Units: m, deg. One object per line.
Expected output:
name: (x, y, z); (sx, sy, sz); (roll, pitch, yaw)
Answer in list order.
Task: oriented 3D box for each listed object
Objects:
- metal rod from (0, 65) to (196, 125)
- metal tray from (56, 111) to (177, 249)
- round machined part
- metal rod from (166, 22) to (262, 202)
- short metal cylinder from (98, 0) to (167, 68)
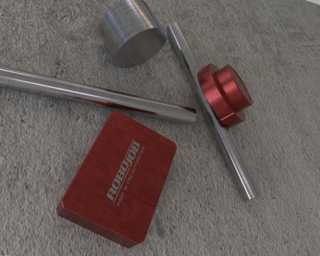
metal rod: (-0.092, -0.041, 0.379); (0.302, 0.025, 0.025); (10, 57, -23)
metal tray: (-0.042, 0.053, 0.346); (0.090, 0.030, 0.130); (30, 52, -9)
round machined part: (0.100, -0.053, 0.452); (0.098, 0.042, 0.098); (43, 29, -31)
metal rod: (0.073, -0.037, 0.465); (0.025, 0.025, 0.299); (-8, 66, -32)
short metal cylinder: (-0.037, -0.128, 0.426); (0.081, 0.080, 0.050); (-21, 73, -36)
